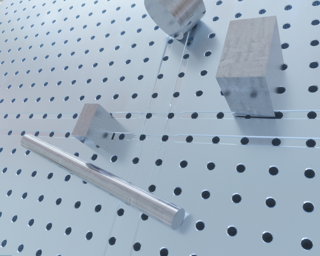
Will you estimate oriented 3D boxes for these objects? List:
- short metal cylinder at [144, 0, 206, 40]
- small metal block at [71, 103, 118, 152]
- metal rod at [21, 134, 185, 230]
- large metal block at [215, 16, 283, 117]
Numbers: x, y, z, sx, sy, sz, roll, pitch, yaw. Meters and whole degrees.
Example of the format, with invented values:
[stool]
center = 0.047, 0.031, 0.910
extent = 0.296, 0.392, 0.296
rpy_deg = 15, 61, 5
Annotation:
[short metal cylinder]
center = 0.022, -0.182, 0.472
extent = 0.050, 0.080, 0.080
rpy_deg = -48, 52, -5
[small metal block]
center = -0.091, 0.000, 0.438
extent = 0.025, 0.050, 0.050
rpy_deg = 3, 63, 29
[metal rod]
center = -0.098, 0.060, 0.420
extent = 0.300, 0.025, 0.025
rpy_deg = 18, 71, 34
[large metal block]
center = 0.108, -0.068, 0.358
extent = 0.050, 0.080, 0.080
rpy_deg = 4, 64, 30
